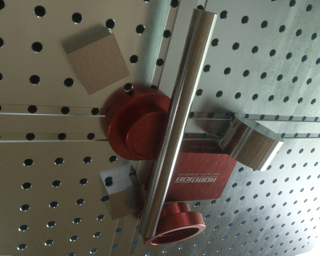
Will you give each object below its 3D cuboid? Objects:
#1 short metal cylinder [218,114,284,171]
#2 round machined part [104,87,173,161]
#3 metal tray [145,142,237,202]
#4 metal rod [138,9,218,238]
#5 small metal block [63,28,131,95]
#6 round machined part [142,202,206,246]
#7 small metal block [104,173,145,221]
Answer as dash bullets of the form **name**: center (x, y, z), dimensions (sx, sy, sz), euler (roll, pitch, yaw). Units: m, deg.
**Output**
- **short metal cylinder**: center (0.134, 0.020, 0.461), dimensions (0.081, 0.080, 0.050), euler (15, 111, -34)
- **round machined part**: center (-0.017, 0.001, 0.392), dimensions (0.099, 0.042, 0.097), euler (-14, 124, -21)
- **metal tray**: center (0.051, 0.068, 0.478), dimensions (0.131, 0.030, 0.089), euler (5, 116, -31)
- **metal rod**: center (0.014, 0.014, 0.372), dimensions (0.025, 0.025, 0.298), euler (-1, 119, -28)
- **small metal block**: center (-0.067, -0.071, 0.331), dimensions (0.050, 0.025, 0.050), euler (-29, 128, -10)
- **round machined part**: center (0.018, 0.149, 0.486), dimensions (0.099, 0.042, 0.098), euler (-12, 149, -7)
- **small metal block**: center (-0.050, 0.099, 0.445), dimensions (0.050, 0.025, 0.050), euler (-14, 124, -21)
